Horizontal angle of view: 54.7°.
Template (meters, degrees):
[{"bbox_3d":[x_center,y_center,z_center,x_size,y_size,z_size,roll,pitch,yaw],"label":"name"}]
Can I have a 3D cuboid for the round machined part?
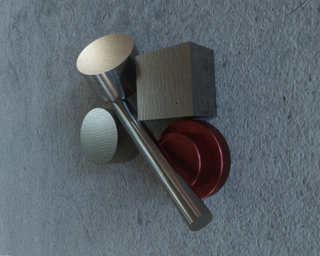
[{"bbox_3d":[0.030,0.038,0.369,0.098,0.042,0.097,0,90,40],"label":"round machined part"}]

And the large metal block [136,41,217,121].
[{"bbox_3d":[0.019,-0.051,0.372,0.080,0.050,0.080,-4,88,40],"label":"large metal block"}]

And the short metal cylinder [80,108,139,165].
[{"bbox_3d":[-0.070,0.012,0.449,0.080,0.050,0.080,0,90,40],"label":"short metal cylinder"}]

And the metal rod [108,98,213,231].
[{"bbox_3d":[-0.030,0.000,0.387,0.025,0.025,0.300,-60,43,23],"label":"metal rod"}]

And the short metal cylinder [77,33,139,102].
[{"bbox_3d":[-0.063,-0.082,0.418,0.080,0.050,0.080,-11,50,14],"label":"short metal cylinder"}]
